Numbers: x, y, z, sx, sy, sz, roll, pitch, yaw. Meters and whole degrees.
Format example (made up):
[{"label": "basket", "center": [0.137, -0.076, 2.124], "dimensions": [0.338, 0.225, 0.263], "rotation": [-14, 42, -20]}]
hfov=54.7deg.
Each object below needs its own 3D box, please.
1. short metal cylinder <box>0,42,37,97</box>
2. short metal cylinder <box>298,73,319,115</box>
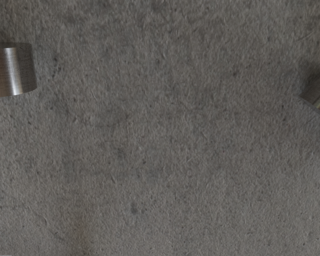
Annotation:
[{"label": "short metal cylinder", "center": [-0.186, -0.069, 0.353], "dimensions": [0.081, 0.080, 0.050], "rotation": [0, 110, -1]}, {"label": "short metal cylinder", "center": [0.217, -0.032, 0.372], "dimensions": [0.080, 0.080, 0.050], "rotation": [35, 106, -12]}]
